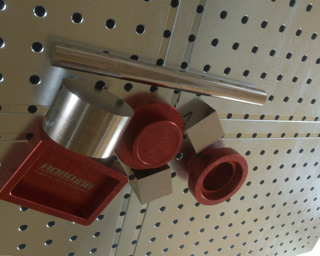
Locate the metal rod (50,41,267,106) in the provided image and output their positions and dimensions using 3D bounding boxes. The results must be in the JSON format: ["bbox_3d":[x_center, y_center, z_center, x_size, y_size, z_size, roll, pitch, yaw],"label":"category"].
[{"bbox_3d":[0.022,-0.060,0.385,0.302,0.025,0.025,6,115,-31],"label":"metal rod"}]

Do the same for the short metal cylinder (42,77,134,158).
[{"bbox_3d":[-0.075,-0.012,0.327,0.080,0.080,0.050,19,108,-36],"label":"short metal cylinder"}]

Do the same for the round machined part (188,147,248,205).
[{"bbox_3d":[0.087,0.071,0.492,0.099,0.042,0.097,-14,124,-21],"label":"round machined part"}]

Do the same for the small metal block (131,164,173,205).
[{"bbox_3d":[-0.011,0.078,0.454,0.050,0.025,0.050,-18,126,-18],"label":"small metal block"}]

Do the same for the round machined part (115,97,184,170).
[{"bbox_3d":[-0.011,0.013,0.401,0.099,0.042,0.097,-13,121,-22],"label":"round machined part"}]

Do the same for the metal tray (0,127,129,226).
[{"bbox_3d":[-0.115,0.065,0.384,0.090,0.030,0.130,-49,129,7],"label":"metal tray"}]

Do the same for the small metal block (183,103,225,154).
[{"bbox_3d":[0.060,0.001,0.445,0.050,0.025,0.050,-33,129,-7],"label":"small metal block"}]
